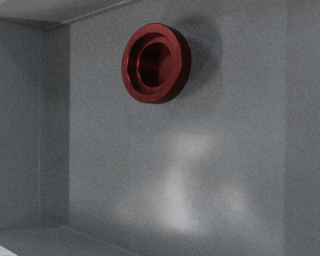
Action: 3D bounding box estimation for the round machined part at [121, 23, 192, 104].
[{"bbox_3d":[0.000,-0.079,0.394,0.098,0.042,0.097,0,90,39],"label":"round machined part"}]
